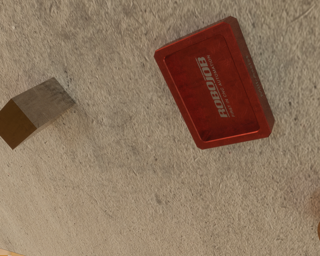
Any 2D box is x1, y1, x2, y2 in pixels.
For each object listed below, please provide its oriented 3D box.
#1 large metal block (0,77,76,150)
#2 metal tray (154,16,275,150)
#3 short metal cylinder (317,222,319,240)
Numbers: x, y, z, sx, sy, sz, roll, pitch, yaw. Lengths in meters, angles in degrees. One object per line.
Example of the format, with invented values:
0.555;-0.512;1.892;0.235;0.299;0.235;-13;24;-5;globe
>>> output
-0.186;-0.022;0.456;0.080;0.080;0.050;-30;102;38;large metal block
0.061;-0.044;0.344;0.090;0.030;0.129;-15;111;34;metal tray
0.219;0.110;0.327;0.080;0.050;0.079;30;134;37;short metal cylinder
